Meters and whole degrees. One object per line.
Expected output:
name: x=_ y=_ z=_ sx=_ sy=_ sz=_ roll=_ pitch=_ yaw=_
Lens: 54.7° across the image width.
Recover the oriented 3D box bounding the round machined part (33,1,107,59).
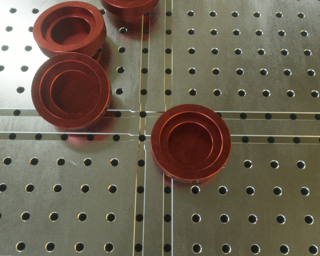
round machined part: x=-0.125 y=-0.132 z=0.445 sx=0.099 sy=0.042 sz=0.098 roll=-1 pitch=62 yaw=2

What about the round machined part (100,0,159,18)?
round machined part: x=-0.047 y=-0.211 z=0.479 sx=0.099 sy=0.042 sz=0.098 roll=0 pitch=70 yaw=-1

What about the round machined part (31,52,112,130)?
round machined part: x=-0.113 y=-0.046 z=0.410 sx=0.099 sy=0.042 sz=0.097 roll=0 pitch=86 yaw=-1

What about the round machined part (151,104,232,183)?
round machined part: x=0.038 y=0.022 z=0.395 sx=0.099 sy=0.042 sz=0.098 roll=0 pitch=70 yaw=-1
